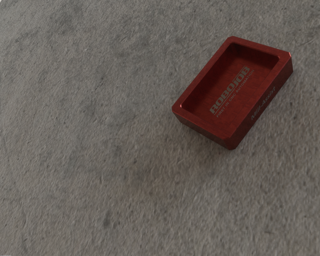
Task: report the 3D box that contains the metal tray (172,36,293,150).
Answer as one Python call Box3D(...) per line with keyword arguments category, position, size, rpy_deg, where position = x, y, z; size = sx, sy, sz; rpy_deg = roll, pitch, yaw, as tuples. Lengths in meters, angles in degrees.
Box3D(category="metal tray", position=(0.088, -0.047, 0.382), size=(0.090, 0.030, 0.130), rpy_deg=(32, 79, 37))
